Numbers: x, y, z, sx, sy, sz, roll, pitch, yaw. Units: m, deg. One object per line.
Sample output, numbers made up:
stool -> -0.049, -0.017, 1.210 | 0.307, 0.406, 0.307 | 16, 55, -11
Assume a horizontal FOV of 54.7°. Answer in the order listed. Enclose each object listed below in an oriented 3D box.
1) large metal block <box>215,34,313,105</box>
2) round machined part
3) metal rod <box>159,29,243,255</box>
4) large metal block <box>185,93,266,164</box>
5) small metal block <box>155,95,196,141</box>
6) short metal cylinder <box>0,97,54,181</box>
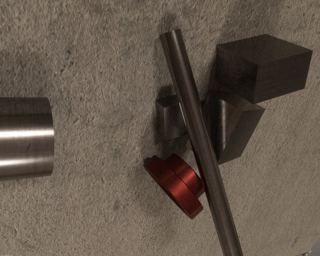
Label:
large metal block -> 0.128, -0.078, 0.395 | 0.081, 0.080, 0.050 | -17, 126, -19
round machined part -> 0.025, 0.073, 0.421 | 0.042, 0.098, 0.098 | -41, 130, -10
metal rod -> 0.054, 0.031, 0.380 | 0.025, 0.025, 0.298 | -21, 102, -17
large metal block -> 0.091, -0.001, 0.424 | 0.081, 0.050, 0.079 | -7, 125, -53
small metal block -> 0.023, -0.016, 0.411 | 0.050, 0.025, 0.050 | -16, 125, -20
short metal cylinder -> -0.137, 0.010, 0.303 | 0.050, 0.080, 0.079 | -2, 120, -28
